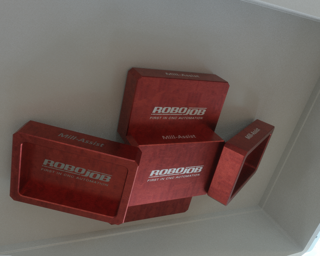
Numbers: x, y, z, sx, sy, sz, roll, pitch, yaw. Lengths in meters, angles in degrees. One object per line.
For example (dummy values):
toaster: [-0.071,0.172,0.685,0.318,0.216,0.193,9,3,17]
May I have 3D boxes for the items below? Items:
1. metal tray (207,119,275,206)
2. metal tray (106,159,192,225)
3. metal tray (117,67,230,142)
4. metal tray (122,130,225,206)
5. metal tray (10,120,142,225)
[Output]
metal tray: [0.122,0.047,0.458,0.131,0.030,0.089,-25,135,-51]
metal tray: [-0.011,0.088,0.450,0.131,0.030,0.089,-1,119,-29]
metal tray: [0.018,-0.025,0.396,0.131,0.030,0.089,-1,119,-29]
metal tray: [0.015,0.050,0.403,0.131,0.030,0.089,-2,119,-28]
metal tray: [-0.094,0.051,0.344,0.131,0.030,0.089,14,115,-3]
